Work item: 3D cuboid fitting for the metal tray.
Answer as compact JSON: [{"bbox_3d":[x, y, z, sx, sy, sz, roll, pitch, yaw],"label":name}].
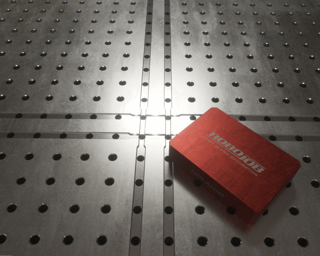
[{"bbox_3d":[0.086,0.038,0.373,0.130,0.030,0.091,38,59,27],"label":"metal tray"}]
